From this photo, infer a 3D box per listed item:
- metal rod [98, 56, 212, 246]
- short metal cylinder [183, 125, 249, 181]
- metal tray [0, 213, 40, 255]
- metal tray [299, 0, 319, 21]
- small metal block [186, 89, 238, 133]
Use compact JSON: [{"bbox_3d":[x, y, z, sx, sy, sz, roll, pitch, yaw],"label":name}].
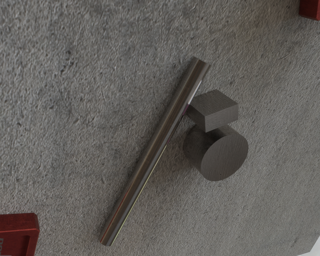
[{"bbox_3d":[-0.014,0.043,0.426,0.025,0.025,0.298,16,110,-35],"label":"metal rod"},{"bbox_3d":[0.082,0.031,0.457,0.081,0.050,0.079,-14,125,-21],"label":"short metal cylinder"},{"bbox_3d":[-0.212,0.169,0.392,0.091,0.030,0.129,6,116,-32],"label":"metal tray"},{"bbox_3d":[0.230,-0.216,0.397,0.091,0.030,0.129,-23,127,-15],"label":"metal tray"},{"bbox_3d":[0.069,-0.024,0.415,0.050,0.050,0.025,-21,127,-17],"label":"small metal block"}]
